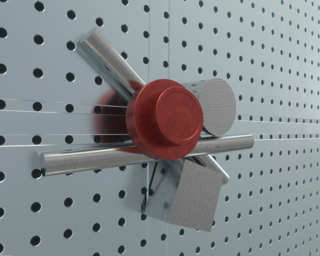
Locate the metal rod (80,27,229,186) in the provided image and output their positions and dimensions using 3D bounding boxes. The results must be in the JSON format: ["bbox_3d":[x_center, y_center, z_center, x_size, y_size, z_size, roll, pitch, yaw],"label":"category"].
[{"bbox_3d":[0.010,-0.010,0.420,0.300,0.025,0.025,46,62,-31],"label":"metal rod"}]

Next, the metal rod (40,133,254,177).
[{"bbox_3d":[0.008,0.028,0.394,0.303,0.025,0.025,-4,93,-33],"label":"metal rod"}]

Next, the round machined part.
[{"bbox_3d":[0.013,-0.011,0.367,0.099,0.042,0.097,7,78,-33],"label":"round machined part"}]

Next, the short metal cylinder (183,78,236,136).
[{"bbox_3d":[0.065,-0.029,0.449,0.081,0.050,0.079,0,90,-40],"label":"short metal cylinder"}]

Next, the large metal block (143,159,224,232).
[{"bbox_3d":[0.034,0.090,0.421,0.080,0.050,0.080,26,74,-38],"label":"large metal block"}]
